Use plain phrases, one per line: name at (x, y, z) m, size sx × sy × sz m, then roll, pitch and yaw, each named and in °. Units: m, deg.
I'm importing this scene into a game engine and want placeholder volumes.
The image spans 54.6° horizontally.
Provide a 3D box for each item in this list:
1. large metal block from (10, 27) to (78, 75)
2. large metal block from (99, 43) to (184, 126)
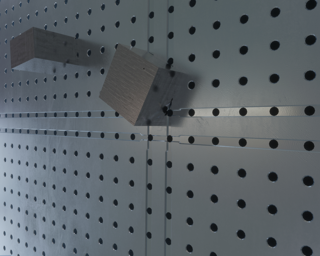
large metal block at (-0.203, -0.131, 0.543) m, size 0.080 × 0.081 × 0.050 m, roll -7°, pitch 85°, yaw 40°
large metal block at (-0.027, -0.057, 0.417) m, size 0.080 × 0.050 × 0.080 m, roll 38°, pitch 113°, yaw 33°
